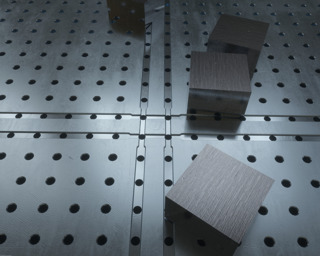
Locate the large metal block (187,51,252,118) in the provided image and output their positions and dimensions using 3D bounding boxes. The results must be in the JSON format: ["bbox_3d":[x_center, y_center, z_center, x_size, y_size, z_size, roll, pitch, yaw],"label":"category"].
[{"bbox_3d":[0.082,-0.064,0.446,0.080,0.050,0.080,4,50,3],"label":"large metal block"}]

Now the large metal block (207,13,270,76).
[{"bbox_3d":[0.127,-0.138,0.509,0.080,0.050,0.080,18,52,14],"label":"large metal block"}]

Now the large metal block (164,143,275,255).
[{"bbox_3d":[0.061,0.076,0.329,0.080,0.050,0.080,29,56,22],"label":"large metal block"}]

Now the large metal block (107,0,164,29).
[{"bbox_3d":[-0.045,-0.243,0.595,0.080,0.050,0.080,21,53,16],"label":"large metal block"}]
